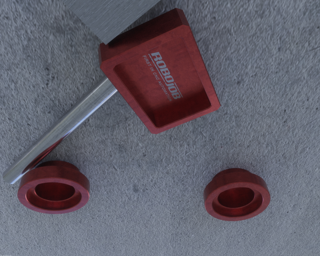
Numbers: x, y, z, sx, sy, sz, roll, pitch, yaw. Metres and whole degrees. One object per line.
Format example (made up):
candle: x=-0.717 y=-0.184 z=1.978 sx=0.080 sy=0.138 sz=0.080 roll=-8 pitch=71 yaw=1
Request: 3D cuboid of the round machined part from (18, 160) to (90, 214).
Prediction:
round machined part: x=-0.155 y=0.085 z=0.460 sx=0.099 sy=0.042 sz=0.097 roll=-5 pitch=136 yaw=-5

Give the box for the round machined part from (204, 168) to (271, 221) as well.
round machined part: x=0.117 y=0.100 z=0.483 sx=0.099 sy=0.042 sz=0.097 roll=-1 pitch=130 yaw=0

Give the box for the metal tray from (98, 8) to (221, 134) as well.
metal tray: x=0.005 y=-0.052 z=0.334 sx=0.090 sy=0.030 sz=0.130 roll=-22 pitch=141 yaw=11

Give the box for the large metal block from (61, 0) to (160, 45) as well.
large metal block: x=-0.045 y=-0.137 z=0.274 sx=0.080 sy=0.050 sz=0.080 roll=-32 pitch=124 yaw=24

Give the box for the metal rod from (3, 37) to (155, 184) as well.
metal rod: x=-0.117 y=-0.007 z=0.399 sx=0.299 sy=0.025 sz=0.025 roll=-37 pitch=122 yaw=26
